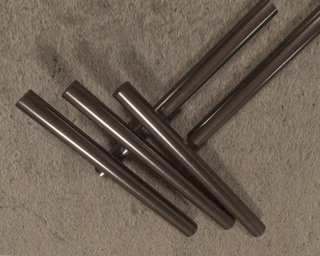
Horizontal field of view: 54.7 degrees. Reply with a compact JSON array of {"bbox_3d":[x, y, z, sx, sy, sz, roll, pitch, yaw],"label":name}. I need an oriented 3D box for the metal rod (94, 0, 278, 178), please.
[{"bbox_3d":[0.023,-0.041,0.394,0.025,0.025,0.299,42,104,-14],"label":"metal rod"}]

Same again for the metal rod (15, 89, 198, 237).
[{"bbox_3d":[-0.053,0.060,0.405,0.025,0.025,0.300,-41,115,13],"label":"metal rod"}]

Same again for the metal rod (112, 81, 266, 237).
[{"bbox_3d":[0.051,0.054,0.413,0.025,0.025,0.300,-39,113,13],"label":"metal rod"}]

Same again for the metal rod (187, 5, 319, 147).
[{"bbox_3d":[0.148,-0.087,0.379,0.025,0.025,0.299,41,105,-14],"label":"metal rod"}]

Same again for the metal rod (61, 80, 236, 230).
[{"bbox_3d":[0.000,0.048,0.406,0.025,0.025,0.300,-42,113,14],"label":"metal rod"}]
